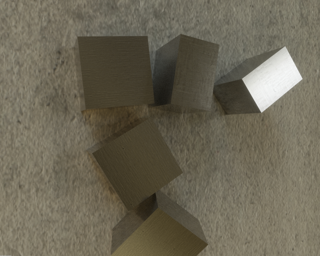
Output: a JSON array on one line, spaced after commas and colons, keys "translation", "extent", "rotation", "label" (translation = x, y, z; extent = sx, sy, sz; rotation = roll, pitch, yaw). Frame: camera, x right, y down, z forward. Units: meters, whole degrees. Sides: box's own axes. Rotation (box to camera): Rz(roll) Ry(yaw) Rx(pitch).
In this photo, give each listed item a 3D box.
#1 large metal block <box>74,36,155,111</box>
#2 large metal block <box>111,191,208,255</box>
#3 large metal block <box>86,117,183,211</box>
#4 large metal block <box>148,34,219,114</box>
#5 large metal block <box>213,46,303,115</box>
[{"translation": [-0.057, -0.065, 0.375], "extent": [0.081, 0.050, 0.079], "rotation": [-7, 93, -20], "label": "large metal block"}, {"translation": [-0.002, 0.134, 0.382], "extent": [0.080, 0.050, 0.080], "rotation": [40, 99, -16], "label": "large metal block"}, {"translation": [-0.032, 0.042, 0.385], "extent": [0.080, 0.050, 0.080], "rotation": [-33, 101, -17], "label": "large metal block"}, {"translation": [0.027, -0.063, 0.391], "extent": [0.050, 0.080, 0.080], "rotation": [9, 87, -20], "label": "large metal block"}, {"translation": [0.130, -0.062, 0.429], "extent": [0.080, 0.080, 0.050], "rotation": [-37, 102, -16], "label": "large metal block"}]
